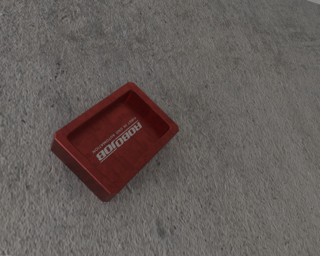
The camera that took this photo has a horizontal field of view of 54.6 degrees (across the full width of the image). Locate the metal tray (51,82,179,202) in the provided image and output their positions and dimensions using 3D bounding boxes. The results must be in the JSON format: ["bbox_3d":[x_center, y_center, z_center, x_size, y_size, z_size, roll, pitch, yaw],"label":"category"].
[{"bbox_3d":[-0.048,0.011,0.367,0.090,0.030,0.131,45,51,3],"label":"metal tray"}]
